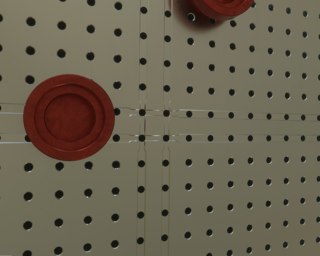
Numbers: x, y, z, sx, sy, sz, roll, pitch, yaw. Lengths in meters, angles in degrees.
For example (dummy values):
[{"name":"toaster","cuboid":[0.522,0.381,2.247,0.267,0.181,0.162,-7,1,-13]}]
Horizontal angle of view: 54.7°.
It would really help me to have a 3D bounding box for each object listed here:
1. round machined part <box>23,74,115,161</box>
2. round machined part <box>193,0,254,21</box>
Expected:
[{"name":"round machined part","cuboid":[-0.106,-0.012,0.365,0.099,0.042,0.097,0,90,-21]},{"name":"round machined part","cuboid":[0.083,-0.200,0.435,0.099,0.042,0.097,0,90,-21]}]
